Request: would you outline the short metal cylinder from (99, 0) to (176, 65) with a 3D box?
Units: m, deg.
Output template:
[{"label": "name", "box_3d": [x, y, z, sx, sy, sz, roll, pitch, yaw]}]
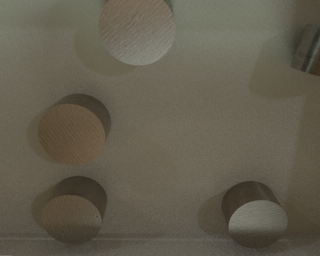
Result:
[{"label": "short metal cylinder", "box_3d": [-0.024, -0.117, 0.344, 0.081, 0.050, 0.079, -1, 126, -1]}]

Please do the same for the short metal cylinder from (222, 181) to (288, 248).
[{"label": "short metal cylinder", "box_3d": [0.134, 0.124, 0.446, 0.081, 0.050, 0.079, 0, 110, -1]}]

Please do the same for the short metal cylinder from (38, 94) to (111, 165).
[{"label": "short metal cylinder", "box_3d": [-0.107, 0.001, 0.397, 0.081, 0.050, 0.079, 0, 110, -1]}]

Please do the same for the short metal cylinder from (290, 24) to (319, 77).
[{"label": "short metal cylinder", "box_3d": [0.199, -0.084, 0.354, 0.081, 0.080, 0.050, 12, 110, -5]}]

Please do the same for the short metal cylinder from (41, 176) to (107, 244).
[{"label": "short metal cylinder", "box_3d": [-0.119, 0.115, 0.439, 0.081, 0.050, 0.079, 0, 110, -1]}]
